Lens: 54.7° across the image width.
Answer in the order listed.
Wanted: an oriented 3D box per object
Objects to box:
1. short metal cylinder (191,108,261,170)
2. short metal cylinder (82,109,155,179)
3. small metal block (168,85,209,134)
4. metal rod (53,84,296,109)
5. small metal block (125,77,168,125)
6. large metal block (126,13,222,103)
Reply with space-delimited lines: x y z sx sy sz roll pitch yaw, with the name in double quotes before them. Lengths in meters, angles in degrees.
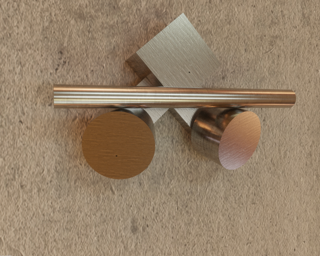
"short metal cylinder" 0.089 0.009 0.415 0.081 0.050 0.079 -16 117 -33
"short metal cylinder" -0.046 0.013 0.365 0.081 0.050 0.079 0 107 -1
"small metal block" 0.045 -0.027 0.427 0.050 0.025 0.050 -45 104 -14
"metal rod" 0.033 -0.036 0.368 0.303 0.025 0.025 -2 91 -20
"small metal block" -0.023 -0.029 0.402 0.050 0.025 0.050 -45 104 -15
"large metal block" 0.017 -0.085 0.401 0.080 0.050 0.080 -44 104 -15
